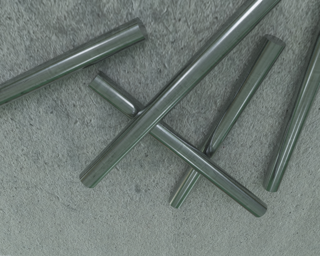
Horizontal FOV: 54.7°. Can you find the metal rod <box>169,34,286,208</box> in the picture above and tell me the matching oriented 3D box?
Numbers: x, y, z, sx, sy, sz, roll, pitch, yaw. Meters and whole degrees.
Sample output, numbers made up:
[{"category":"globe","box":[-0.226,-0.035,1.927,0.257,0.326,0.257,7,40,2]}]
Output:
[{"category":"metal rod","box":[0.074,0.014,0.419,0.025,0.025,0.298,15,129,-12]}]

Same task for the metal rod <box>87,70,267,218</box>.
[{"category":"metal rod","box":[0.035,0.032,0.406,0.301,0.025,0.025,38,121,-19]}]

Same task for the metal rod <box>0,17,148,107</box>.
[{"category":"metal rod","box":[-0.154,-0.053,0.360,0.301,0.025,0.025,-20,127,16]}]

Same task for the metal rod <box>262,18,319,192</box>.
[{"category":"metal rod","box":[0.175,-0.022,0.389,0.025,0.025,0.298,0,130,0]}]

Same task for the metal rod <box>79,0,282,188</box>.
[{"category":"metal rod","box":[0.010,-0.034,0.343,0.025,0.025,0.299,36,111,-26]}]
